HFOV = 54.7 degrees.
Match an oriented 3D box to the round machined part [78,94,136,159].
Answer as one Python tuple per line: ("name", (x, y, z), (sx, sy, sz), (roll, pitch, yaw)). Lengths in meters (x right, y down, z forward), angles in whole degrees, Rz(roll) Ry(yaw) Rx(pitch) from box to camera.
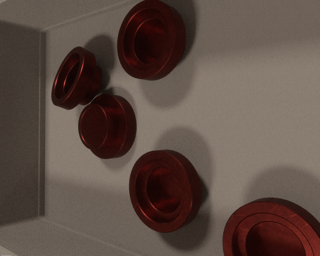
("round machined part", (-0.085, -0.002, 0.463), (0.098, 0.042, 0.097), (0, 90, 39))

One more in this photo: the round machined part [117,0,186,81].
("round machined part", (-0.006, -0.110, 0.399), (0.098, 0.042, 0.097), (0, 90, 39))

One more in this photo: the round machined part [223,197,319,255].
("round machined part", (0.115, 0.116, 0.300), (0.098, 0.042, 0.097), (0, 90, 39))

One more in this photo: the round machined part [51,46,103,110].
("round machined part", (-0.127, -0.073, 0.484), (0.098, 0.042, 0.098), (-25, 54, 41))

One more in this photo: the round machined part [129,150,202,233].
("round machined part", (0.011, 0.075, 0.385), (0.098, 0.042, 0.097), (0, 90, 39))
